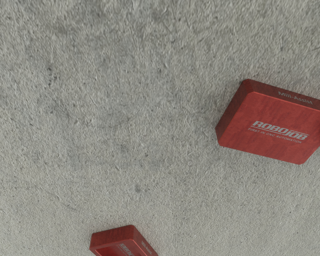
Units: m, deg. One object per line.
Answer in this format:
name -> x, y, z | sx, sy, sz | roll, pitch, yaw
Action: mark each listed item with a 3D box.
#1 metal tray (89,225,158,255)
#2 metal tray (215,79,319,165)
metal tray -> -0.068, 0.246, 0.612 | 0.090, 0.030, 0.130 | -17, 128, 14
metal tray -> 0.150, -0.004, 0.402 | 0.131, 0.030, 0.089 | 14, 129, -12
